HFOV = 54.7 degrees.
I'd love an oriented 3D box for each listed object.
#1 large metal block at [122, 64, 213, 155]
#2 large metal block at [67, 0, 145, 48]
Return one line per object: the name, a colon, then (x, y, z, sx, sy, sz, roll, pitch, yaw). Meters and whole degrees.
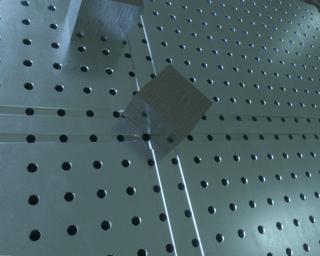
large metal block: (0.011, -0.026, 0.416, 0.080, 0.050, 0.080, 42, 51, 0)
large metal block: (-0.078, -0.163, 0.431, 0.081, 0.080, 0.050, 1, 62, -28)
